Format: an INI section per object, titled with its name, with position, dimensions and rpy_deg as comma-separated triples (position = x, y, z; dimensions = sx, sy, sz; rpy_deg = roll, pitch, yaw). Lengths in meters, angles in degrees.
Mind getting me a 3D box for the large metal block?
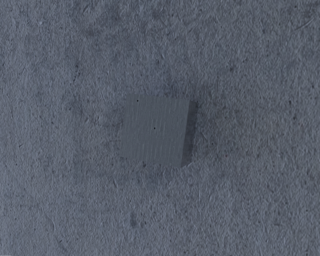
[large metal block]
position = 0.000, 0.001, 0.396
dimensions = 0.080, 0.050, 0.079
rpy_deg = 8, 93, 19
